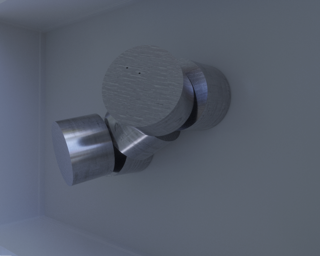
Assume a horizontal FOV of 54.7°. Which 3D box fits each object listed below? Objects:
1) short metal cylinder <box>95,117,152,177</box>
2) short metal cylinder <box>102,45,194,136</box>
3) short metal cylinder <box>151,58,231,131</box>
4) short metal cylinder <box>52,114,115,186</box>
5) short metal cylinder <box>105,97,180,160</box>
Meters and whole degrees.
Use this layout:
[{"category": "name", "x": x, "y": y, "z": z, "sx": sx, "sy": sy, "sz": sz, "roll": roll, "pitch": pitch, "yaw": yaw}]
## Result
[{"category": "short metal cylinder", "x": -0.055, "y": 0.025, "z": 0.432, "sx": 0.080, "sy": 0.050, "sz": 0.079, "roll": 0, "pitch": 90, "yaw": 39}, {"category": "short metal cylinder", "x": -0.010, "y": -0.035, "z": 0.310, "sx": 0.080, "sy": 0.050, "sz": 0.080, "roll": -4, "pitch": 77, "yaw": 17}, {"category": "short metal cylinder", "x": 0.034, "y": -0.037, "z": 0.359, "sx": 0.080, "sy": 0.050, "sz": 0.079, "roll": 0, "pitch": 90, "yaw": 39}, {"category": "short metal cylinder", "x": -0.096, "y": 0.026, "z": 0.381, "sx": 0.080, "sy": 0.050, "sz": 0.079, "roll": 31, "pitch": 128, "yaw": 51}, {"category": "short metal cylinder", "x": -0.021, "y": -0.007, "z": 0.384, "sx": 0.050, "sy": 0.081, "sz": 0.080, "roll": -36, "pitch": 68, "yaw": 34}]
